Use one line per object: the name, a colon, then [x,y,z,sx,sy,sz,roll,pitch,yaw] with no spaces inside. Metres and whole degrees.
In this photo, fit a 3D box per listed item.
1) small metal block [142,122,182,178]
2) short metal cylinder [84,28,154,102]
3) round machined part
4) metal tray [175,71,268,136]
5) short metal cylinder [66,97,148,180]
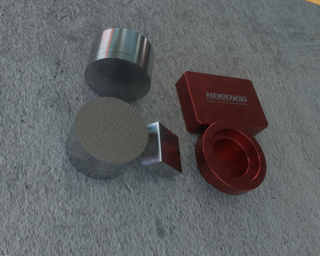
small metal block: [0.002,0.028,0.372,0.050,0.025,0.050,38,40,-50]
short metal cylinder: [-0.049,-0.077,0.389,0.081,0.080,0.050,17,55,-19]
round machined part: [0.089,0.043,0.414,0.099,0.042,0.098,13,56,-21]
metal tray: [0.095,-0.036,0.473,0.131,0.030,0.090,2,61,-27]
short metal cylinder: [-0.060,0.012,0.348,0.081,0.050,0.080,13,56,-21]
